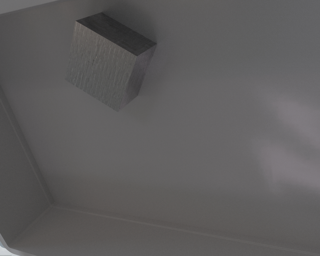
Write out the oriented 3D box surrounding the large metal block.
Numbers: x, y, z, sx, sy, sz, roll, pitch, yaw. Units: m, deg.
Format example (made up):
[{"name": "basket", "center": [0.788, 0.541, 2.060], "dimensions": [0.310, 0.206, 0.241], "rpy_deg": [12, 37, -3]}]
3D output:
[{"name": "large metal block", "center": [-0.061, -0.080, 0.376], "dimensions": [0.080, 0.050, 0.080], "rpy_deg": [31, 129, 8]}]
